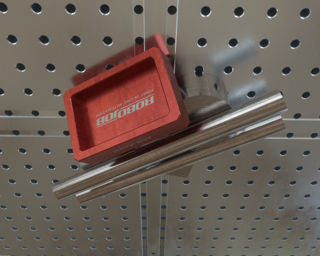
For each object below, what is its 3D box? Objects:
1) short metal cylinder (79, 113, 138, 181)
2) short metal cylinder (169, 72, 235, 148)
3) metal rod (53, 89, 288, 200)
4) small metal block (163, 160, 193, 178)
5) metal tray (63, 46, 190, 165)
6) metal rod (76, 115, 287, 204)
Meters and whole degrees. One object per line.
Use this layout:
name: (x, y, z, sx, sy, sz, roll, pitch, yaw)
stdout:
short metal cylinder: (-0.065, 0.026, 0.416, 0.081, 0.050, 0.079, 0, 130, 0)
short metal cylinder: (0.046, -0.021, 0.378, 0.081, 0.050, 0.079, 0, 130, 0)
metal rod: (-0.003, 0.028, 0.368, 0.300, 0.025, 0.025, -23, 127, 18)
small metal block: (0.022, 0.043, 0.447, 0.050, 0.025, 0.050, 11, 129, -10)
metal tray: (-0.042, -0.022, 0.347, 0.130, 0.090, 0.030, -23, 159, 17)
metal rod: (0.015, 0.046, 0.417, 0.300, 0.025, 0.025, -22, 127, 17)
